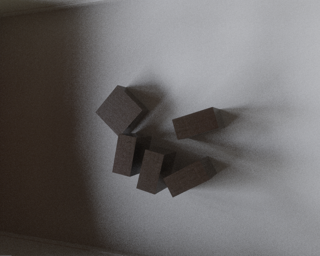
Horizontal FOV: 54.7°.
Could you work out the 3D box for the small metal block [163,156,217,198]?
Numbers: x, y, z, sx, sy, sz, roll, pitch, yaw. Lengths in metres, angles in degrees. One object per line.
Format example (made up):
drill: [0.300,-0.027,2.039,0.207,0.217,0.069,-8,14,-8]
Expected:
small metal block: [0.039,0.059,0.383,0.050,0.050,0.025,-30,80,17]

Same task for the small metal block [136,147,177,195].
small metal block: [-0.003,0.053,0.398,0.025,0.050,0.050,15,95,19]

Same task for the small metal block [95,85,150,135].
small metal block: [-0.052,-0.023,0.429,0.050,0.025,0.050,45,104,14]

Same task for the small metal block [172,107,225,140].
small metal block: [0.049,-0.005,0.380,0.050,0.050,0.025,-17,84,19]

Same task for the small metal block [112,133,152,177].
small metal block: [-0.036,0.034,0.410,0.025,0.050,0.050,11,94,20]
